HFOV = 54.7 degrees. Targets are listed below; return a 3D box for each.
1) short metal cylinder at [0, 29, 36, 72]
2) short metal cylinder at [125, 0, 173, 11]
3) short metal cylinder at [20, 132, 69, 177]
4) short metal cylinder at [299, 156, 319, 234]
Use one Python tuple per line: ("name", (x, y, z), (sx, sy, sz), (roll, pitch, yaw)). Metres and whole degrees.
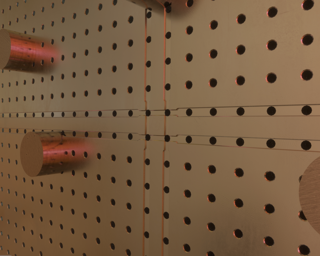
("short metal cylinder", (-0.300, -0.158, 0.636), (0.080, 0.050, 0.079), (0, 90, 39))
("short metal cylinder", (-0.017, -0.201, 0.405), (0.080, 0.050, 0.079), (0, 90, 39))
("short metal cylinder", (-0.210, 0.046, 0.563), (0.080, 0.050, 0.079), (0, 90, 39))
("short metal cylinder", (0.165, 0.055, 0.257), (0.080, 0.050, 0.079), (0, 90, 39))
